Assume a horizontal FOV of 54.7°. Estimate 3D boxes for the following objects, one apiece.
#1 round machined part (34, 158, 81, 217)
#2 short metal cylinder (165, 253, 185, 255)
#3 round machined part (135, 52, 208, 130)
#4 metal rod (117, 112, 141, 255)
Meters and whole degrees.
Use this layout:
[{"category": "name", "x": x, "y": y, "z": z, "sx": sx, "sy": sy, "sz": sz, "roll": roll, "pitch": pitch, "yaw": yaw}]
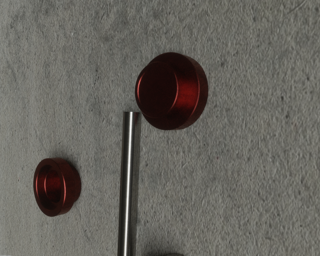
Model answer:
[{"category": "round machined part", "x": -0.173, "y": 0.099, "z": 0.534, "sx": 0.098, "sy": 0.042, "sz": 0.097, "roll": 0, "pitch": 90, "yaw": 39}, {"category": "short metal cylinder", "x": 0.010, "y": 0.202, "z": 0.378, "sx": 0.080, "sy": 0.050, "sz": 0.079, "roll": 0, "pitch": 90, "yaw": 39}, {"category": "round machined part", "x": 0.007, "y": -0.046, "z": 0.386, "sx": 0.098, "sy": 0.042, "sz": 0.097, "roll": 0, "pitch": 90, "yaw": 39}, {"category": "metal rod", "x": -0.046, "y": 0.126, "z": 0.440, "sx": 0.025, "sy": 0.025, "sz": 0.298, "roll": 4, "pitch": 93, "yaw": 39}]
